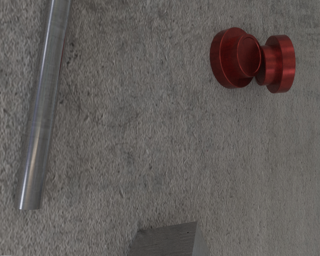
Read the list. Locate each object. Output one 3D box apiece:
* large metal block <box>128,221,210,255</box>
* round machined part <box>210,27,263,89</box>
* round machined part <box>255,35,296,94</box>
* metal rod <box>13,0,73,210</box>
[{"bbox_3d":[0.009,0.159,0.356,0.080,0.080,0.050,-61,133,-64],"label":"large metal block"},{"bbox_3d":[0.129,-0.114,0.501,0.099,0.042,0.097,0,90,-40],"label":"round machined part"},{"bbox_3d":[0.190,-0.108,0.530,0.042,0.098,0.097,-5,94,1],"label":"round machined part"},{"bbox_3d":[-0.110,-0.071,0.312,0.025,0.025,0.298,11,83,-40],"label":"metal rod"}]
